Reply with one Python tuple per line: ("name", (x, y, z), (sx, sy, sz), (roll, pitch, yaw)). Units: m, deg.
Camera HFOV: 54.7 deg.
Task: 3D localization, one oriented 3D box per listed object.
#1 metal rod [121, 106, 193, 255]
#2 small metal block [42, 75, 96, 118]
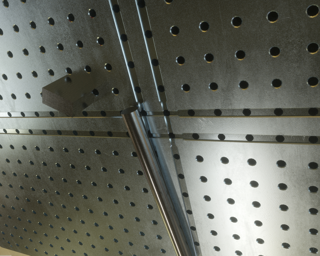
("metal rod", (0.004, 0.106, 0.474), (0.025, 0.025, 0.298), (-5, 116, 30))
("small metal block", (-0.127, -0.046, 0.434), (0.050, 0.050, 0.025), (25, 127, 13))
